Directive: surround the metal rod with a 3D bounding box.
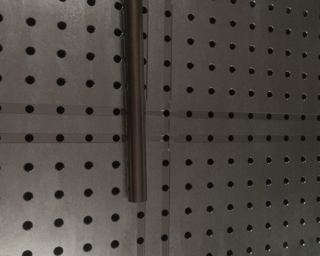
[{"bbox_3d":[-0.033,-0.055,0.401,0.025,0.025,0.298,-2,91,-20],"label":"metal rod"}]
